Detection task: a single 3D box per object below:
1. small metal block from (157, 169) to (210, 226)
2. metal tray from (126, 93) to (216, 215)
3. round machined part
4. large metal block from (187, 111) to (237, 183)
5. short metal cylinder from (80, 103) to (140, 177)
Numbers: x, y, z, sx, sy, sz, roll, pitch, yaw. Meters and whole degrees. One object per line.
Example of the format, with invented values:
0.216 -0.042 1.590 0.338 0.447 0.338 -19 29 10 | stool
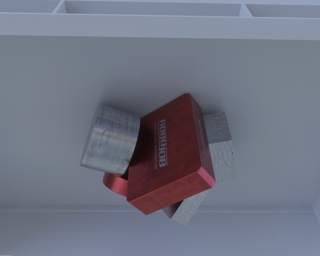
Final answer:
0.023 0.078 0.368 0.025 0.050 0.050 35 90 -34 | small metal block
0.009 0.025 0.359 0.090 0.130 0.030 -28 126 21 | metal tray
-0.025 0.065 0.427 0.099 0.098 0.042 16 93 -14 | round machined part
0.054 0.031 0.408 0.080 0.050 0.080 -11 134 9 | large metal block
-0.062 0.015 0.382 0.050 0.080 0.079 18 128 -15 | short metal cylinder
